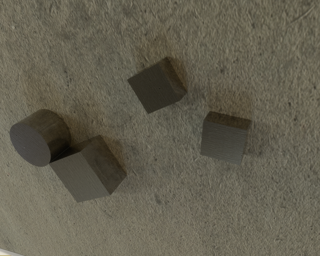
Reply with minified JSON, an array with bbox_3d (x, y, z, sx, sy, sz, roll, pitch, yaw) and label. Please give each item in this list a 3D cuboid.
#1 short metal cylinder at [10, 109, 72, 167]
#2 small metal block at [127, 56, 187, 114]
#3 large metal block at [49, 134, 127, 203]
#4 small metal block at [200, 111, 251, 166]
[{"bbox_3d":[-0.192,0.016,0.502,0.080,0.050,0.079,13,124,21],"label":"short metal cylinder"},{"bbox_3d":[-0.003,-0.051,0.377,0.050,0.025,0.050,-21,108,36],"label":"small metal block"},{"bbox_3d":[-0.113,0.066,0.491,0.080,0.050,0.080,-20,108,35],"label":"large metal block"},{"bbox_3d":[0.078,0.012,0.373,0.050,0.025,0.050,14,124,20],"label":"small metal block"}]
